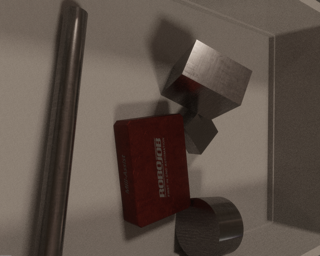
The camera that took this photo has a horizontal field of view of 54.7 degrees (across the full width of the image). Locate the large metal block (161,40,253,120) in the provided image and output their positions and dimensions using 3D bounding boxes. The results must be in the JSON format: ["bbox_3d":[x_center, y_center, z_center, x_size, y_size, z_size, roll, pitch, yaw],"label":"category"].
[{"bbox_3d":[0.058,-0.058,0.404,0.080,0.080,0.050,26,72,-11],"label":"large metal block"}]

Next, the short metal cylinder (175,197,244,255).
[{"bbox_3d":[0.067,0.137,0.430,0.050,0.080,0.080,9,85,-40],"label":"short metal cylinder"}]

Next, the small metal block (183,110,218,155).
[{"bbox_3d":[0.053,0.003,0.453,0.050,0.025,0.050,-48,119,-29],"label":"small metal block"}]

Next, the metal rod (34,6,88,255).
[{"bbox_3d":[-0.098,0.023,0.305,0.025,0.025,0.298,12,76,-40],"label":"metal rod"}]

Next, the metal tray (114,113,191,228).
[{"bbox_3d":[-0.007,0.050,0.400,0.091,0.030,0.129,-10,96,-40],"label":"metal tray"}]
